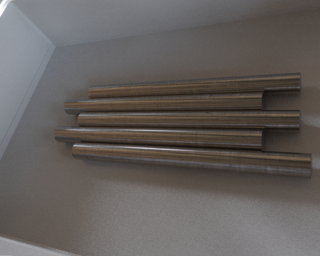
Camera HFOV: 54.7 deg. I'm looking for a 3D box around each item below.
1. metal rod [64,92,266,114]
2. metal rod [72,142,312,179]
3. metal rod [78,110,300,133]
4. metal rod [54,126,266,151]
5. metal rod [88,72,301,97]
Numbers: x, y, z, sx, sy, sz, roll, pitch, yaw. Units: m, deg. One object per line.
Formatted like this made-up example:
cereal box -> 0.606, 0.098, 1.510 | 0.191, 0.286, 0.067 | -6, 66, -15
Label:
metal rod -> -0.013, -0.032, 0.429 | 0.300, 0.025, 0.025 | 1, 62, 28
metal rod -> 0.015, 0.035, 0.373 | 0.300, 0.025, 0.025 | 1, 62, 28
metal rod -> 0.017, -0.009, 0.400 | 0.300, 0.025, 0.025 | 1, 62, 28
metal rod -> -0.020, 0.012, 0.406 | 0.300, 0.025, 0.025 | 1, 62, 28
metal rod -> 0.027, -0.053, 0.421 | 0.300, 0.025, 0.025 | 1, 62, 28
